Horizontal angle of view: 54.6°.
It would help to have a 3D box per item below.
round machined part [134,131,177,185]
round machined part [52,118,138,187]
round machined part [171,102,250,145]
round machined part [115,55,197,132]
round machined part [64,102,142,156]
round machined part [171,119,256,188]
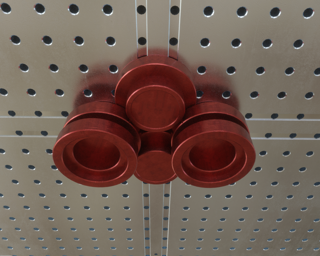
[{"bbox_3d":[-0.005,0.042,0.435,0.099,0.042,0.097,0,130,0],"label":"round machined part"},{"bbox_3d":[-0.076,0.025,0.378,0.099,0.042,0.097,0,130,0],"label":"round machined part"},{"bbox_3d":[0.063,0.005,0.404,0.099,0.042,0.097,0,130,0],"label":"round machined part"},{"bbox_3d":[-0.005,-0.033,0.371,0.099,0.042,0.097,0,130,0],"label":"round machined part"},{"bbox_3d":[-0.073,0.005,0.403,0.099,0.042,0.097,0,130,0],"label":"round machined part"},{"bbox_3d":[0.063,0.027,0.381,0.099,0.042,0.097,0,130,0],"label":"round machined part"}]
